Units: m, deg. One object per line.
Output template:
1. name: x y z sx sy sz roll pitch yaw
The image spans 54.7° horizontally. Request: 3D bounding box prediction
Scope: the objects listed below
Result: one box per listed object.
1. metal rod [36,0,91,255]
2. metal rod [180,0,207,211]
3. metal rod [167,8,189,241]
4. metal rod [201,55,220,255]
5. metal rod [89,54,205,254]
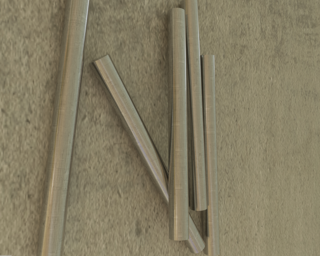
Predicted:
1. metal rod: -0.098 -0.015 0.323 0.025 0.025 0.298 9 85 -40
2. metal rod: 0.049 -0.031 0.447 0.025 0.025 0.298 -5 94 -40
3. metal rod: 0.023 -0.011 0.404 0.025 0.025 0.298 7 79 -40
4. metal rod: 0.074 0.041 0.469 0.025 0.025 0.298 -3 92 -40
5. metal rod: -0.007 0.048 0.400 0.025 0.025 0.299 -40 115 -33
